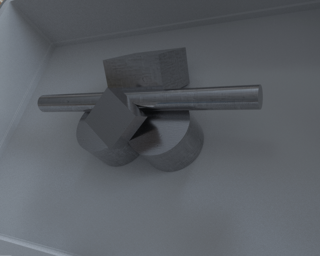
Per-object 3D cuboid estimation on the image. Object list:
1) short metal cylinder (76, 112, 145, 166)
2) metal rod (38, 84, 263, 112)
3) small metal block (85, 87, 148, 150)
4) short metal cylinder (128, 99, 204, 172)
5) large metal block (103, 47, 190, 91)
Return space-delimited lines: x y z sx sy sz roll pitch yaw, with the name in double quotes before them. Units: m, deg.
"short metal cylinder" -0.064 0.005 0.417 0.080 0.050 0.080 -13 56 20
"metal rod" -0.033 -0.033 0.376 0.300 0.025 0.025 1 62 28
"small metal block" -0.051 -0.011 0.358 0.050 0.025 0.050 45 109 20
"short metal cylinder" 0.007 0.007 0.379 0.080 0.050 0.080 -13 56 20
"large metal block" -0.015 -0.074 0.414 0.080 0.050 0.080 1 19 28
